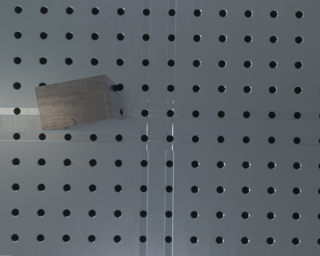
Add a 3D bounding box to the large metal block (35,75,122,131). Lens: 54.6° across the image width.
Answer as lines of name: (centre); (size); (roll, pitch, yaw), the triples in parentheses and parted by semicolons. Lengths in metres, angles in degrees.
large metal block: (-0.096, -0.028, 0.385); (0.080, 0.080, 0.050); (-10, 90, 0)
